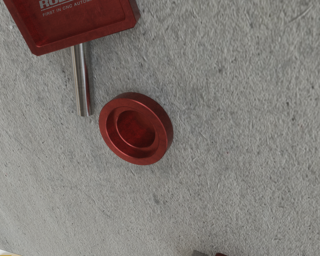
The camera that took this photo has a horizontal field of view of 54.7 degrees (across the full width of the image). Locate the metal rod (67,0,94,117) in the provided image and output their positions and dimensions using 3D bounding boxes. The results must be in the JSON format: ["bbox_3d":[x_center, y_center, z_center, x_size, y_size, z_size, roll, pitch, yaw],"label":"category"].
[{"bbox_3d":[-0.098,-0.147,0.365,0.025,0.025,0.298,16,125,18],"label":"metal rod"}]

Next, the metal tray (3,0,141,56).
[{"bbox_3d":[-0.097,-0.140,0.336,0.130,0.030,0.090,-12,120,14],"label":"metal tray"}]

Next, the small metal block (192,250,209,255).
[{"bbox_3d":[0.058,0.239,0.507,0.025,0.050,0.050,14,124,20],"label":"small metal block"}]

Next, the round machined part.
[{"bbox_3d":[-0.027,-0.003,0.407,0.098,0.042,0.097,13,124,20],"label":"round machined part"}]

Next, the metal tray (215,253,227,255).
[{"bbox_3d":[0.106,0.233,0.425,0.090,0.131,0.030,15,104,19],"label":"metal tray"}]
